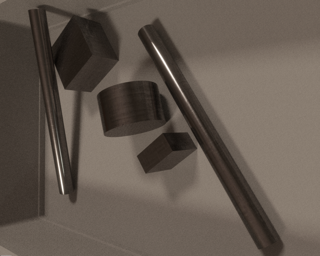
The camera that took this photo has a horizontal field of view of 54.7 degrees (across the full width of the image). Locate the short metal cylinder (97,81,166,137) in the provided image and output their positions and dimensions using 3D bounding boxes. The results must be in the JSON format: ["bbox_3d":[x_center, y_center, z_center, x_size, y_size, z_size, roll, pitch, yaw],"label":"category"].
[{"bbox_3d":[-0.037,-0.022,0.399,0.080,0.081,0.050,-21,77,38],"label":"short metal cylinder"}]

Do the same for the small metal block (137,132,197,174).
[{"bbox_3d":[0.009,0.030,0.381,0.050,0.050,0.025,-43,65,31],"label":"small metal block"}]

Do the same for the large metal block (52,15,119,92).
[{"bbox_3d":[-0.122,-0.114,0.488,0.080,0.050,0.080,-40,66,32],"label":"large metal block"}]

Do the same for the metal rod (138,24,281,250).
[{"bbox_3d":[0.046,-0.007,0.367,0.025,0.025,0.299,-41,65,32],"label":"metal rod"}]

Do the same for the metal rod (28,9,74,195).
[{"bbox_3d":[-0.174,-0.034,0.503,0.025,0.025,0.298,7,108,39],"label":"metal rod"}]
